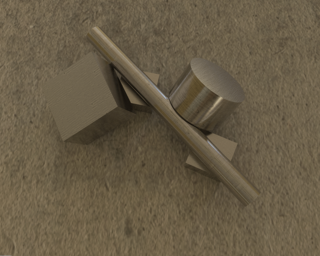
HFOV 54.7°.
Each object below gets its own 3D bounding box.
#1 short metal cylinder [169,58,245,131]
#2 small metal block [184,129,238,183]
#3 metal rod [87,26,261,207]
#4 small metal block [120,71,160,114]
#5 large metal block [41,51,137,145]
[{"bbox_3d":[0.059,-0.043,0.391,0.080,0.050,0.080,23,37,-19],"label":"short metal cylinder"},{"bbox_3d":[0.065,0.035,0.398,0.050,0.025,0.050,23,71,8],"label":"small metal block"},{"bbox_3d":[0.007,-0.024,0.392,0.025,0.025,0.300,-39,75,-13],"label":"metal rod"},{"bbox_3d":[-0.030,-0.051,0.428,0.050,0.025,0.050,12,70,4],"label":"small metal block"},{"bbox_3d":[-0.089,-0.035,0.390,0.080,0.050,0.080,-31,72,13],"label":"large metal block"}]
